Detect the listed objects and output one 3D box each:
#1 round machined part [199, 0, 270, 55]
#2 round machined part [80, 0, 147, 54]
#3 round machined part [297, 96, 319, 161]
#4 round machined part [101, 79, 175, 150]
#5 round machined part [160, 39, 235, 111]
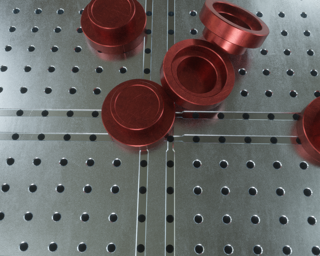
[{"bbox_3d":[0.100,-0.140,0.439,0.099,0.042,0.098,15,40,-13],"label":"round machined part"},{"bbox_3d":[-0.069,-0.163,0.462,0.099,0.042,0.098,0,70,0],"label":"round machined part"},{"bbox_3d":[0.237,-0.001,0.405,0.099,0.042,0.098,0,70,0],"label":"round machined part"},{"bbox_3d":[-0.029,-0.023,0.411,0.099,0.042,0.098,0,70,0],"label":"round machined part"},{"bbox_3d":[0.047,-0.068,0.421,0.099,0.042,0.098,4,70,-12],"label":"round machined part"}]
